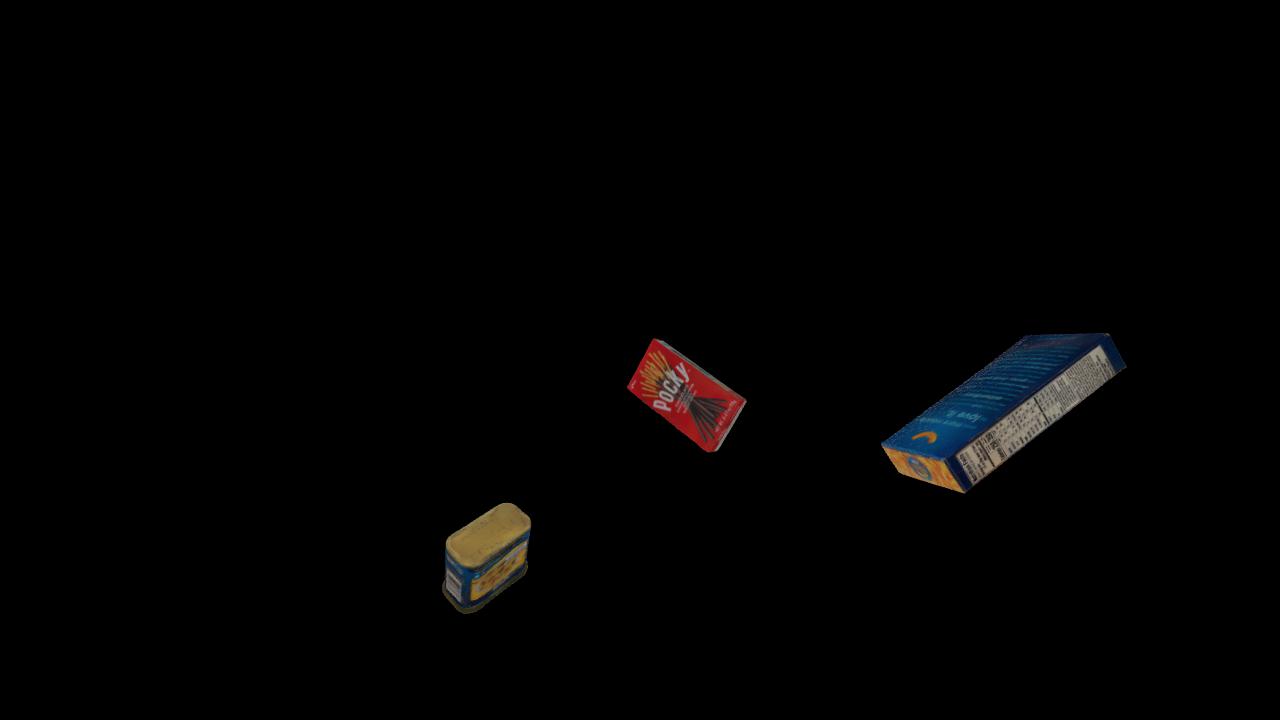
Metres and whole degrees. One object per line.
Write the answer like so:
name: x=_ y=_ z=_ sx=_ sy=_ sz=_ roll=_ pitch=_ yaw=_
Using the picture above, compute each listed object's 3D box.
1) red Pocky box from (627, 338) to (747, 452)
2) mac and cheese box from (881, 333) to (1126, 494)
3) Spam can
red Pocky box: x=0.057 y=0.045 z=0.807 sx=0.155 sy=0.083 sz=0.028 roll=37 pitch=19 yaw=31
mac and cheese box: x=0.315 y=0.041 z=0.541 sx=0.184 sy=0.041 sz=0.093 roll=-34 pitch=7 yaw=-7
Spam can: x=-0.176 y=0.226 z=0.711 sx=0.058 sy=0.085 sz=0.101 roll=33 pitch=40 yaw=25
